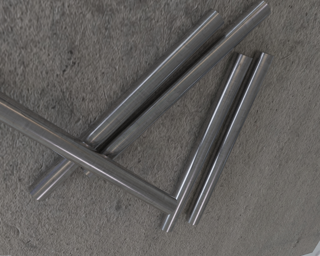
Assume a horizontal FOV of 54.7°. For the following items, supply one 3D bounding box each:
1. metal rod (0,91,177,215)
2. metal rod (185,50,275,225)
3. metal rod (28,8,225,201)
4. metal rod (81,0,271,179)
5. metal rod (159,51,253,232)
[{"bbox_3d":[-0.091,0.026,0.342,0.301,0.025,0.025,37,97,-29],"label":"metal rod"},{"bbox_3d":[0.100,0.028,0.478,0.025,0.025,0.298,5,116,-31],"label":"metal rod"},{"bbox_3d":[-0.041,-0.026,0.368,0.300,0.025,0.025,-44,129,2],"label":"metal rod"},{"bbox_3d":[0.018,-0.047,0.387,0.300,0.025,0.025,-43,129,1],"label":"metal rod"},{"bbox_3d":[0.060,0.034,0.460,0.025,0.025,0.298,7,115,-32],"label":"metal rod"}]
